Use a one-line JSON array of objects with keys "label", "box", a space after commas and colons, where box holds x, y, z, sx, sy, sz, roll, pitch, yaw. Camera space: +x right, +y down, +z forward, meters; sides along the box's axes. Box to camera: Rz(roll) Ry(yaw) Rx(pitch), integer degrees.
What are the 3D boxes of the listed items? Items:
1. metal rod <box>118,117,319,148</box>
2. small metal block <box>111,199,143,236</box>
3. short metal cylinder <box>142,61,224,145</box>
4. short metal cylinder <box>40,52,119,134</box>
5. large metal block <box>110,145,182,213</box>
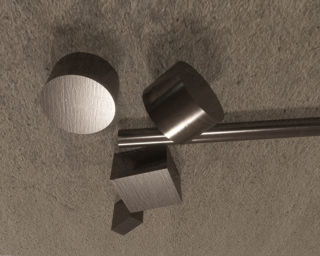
[{"label": "metal rod", "box": [0.096, 0.005, 0.413, 0.302, 0.025, 0.025, -4, 130, 2]}, {"label": "small metal block", "box": [-0.053, 0.140, 0.509, 0.025, 0.050, 0.050, 34, 122, -25]}, {"label": "short metal cylinder", "box": [0.027, -0.028, 0.348, 0.050, 0.080, 0.080, -36, 122, 26]}, {"label": "short metal cylinder", "box": [-0.089, -0.039, 0.356, 0.081, 0.050, 0.079, 0, 130, 0]}, {"label": "large metal block", "box": [-0.018, 0.074, 0.454, 0.080, 0.050, 0.080, -13, 129, 10]}]
